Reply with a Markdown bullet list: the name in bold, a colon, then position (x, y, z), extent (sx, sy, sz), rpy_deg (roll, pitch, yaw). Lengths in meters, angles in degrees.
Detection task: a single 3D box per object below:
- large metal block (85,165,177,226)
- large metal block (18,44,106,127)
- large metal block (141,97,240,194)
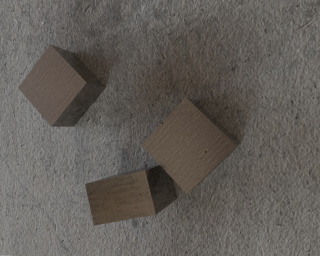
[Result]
- **large metal block**: position (-0.033, 0.081, 0.391), extent (0.080, 0.080, 0.050), rpy_deg (-15, 85, 19)
- **large metal block**: position (-0.140, -0.058, 0.445), extent (0.080, 0.050, 0.080), rpy_deg (46, 104, 14)
- **large metal block**: position (0.039, 0.020, 0.382), extent (0.080, 0.050, 0.080), rpy_deg (46, 104, 14)
